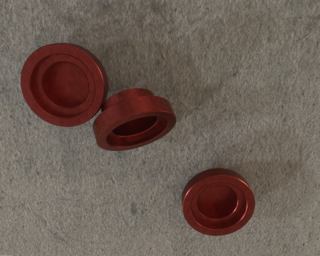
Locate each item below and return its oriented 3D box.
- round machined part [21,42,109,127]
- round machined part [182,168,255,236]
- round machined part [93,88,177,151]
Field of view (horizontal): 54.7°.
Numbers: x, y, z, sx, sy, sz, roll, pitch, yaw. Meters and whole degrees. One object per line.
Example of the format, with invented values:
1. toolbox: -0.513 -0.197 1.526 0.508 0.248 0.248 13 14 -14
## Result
1. round machined part: -0.111 -0.054 0.377 0.099 0.042 0.097 1 108 3
2. round machined part: 0.080 0.100 0.439 0.099 0.042 0.097 0 110 -1
3. round machined part: -0.033 -0.012 0.377 0.098 0.098 0.042 -23 67 8
